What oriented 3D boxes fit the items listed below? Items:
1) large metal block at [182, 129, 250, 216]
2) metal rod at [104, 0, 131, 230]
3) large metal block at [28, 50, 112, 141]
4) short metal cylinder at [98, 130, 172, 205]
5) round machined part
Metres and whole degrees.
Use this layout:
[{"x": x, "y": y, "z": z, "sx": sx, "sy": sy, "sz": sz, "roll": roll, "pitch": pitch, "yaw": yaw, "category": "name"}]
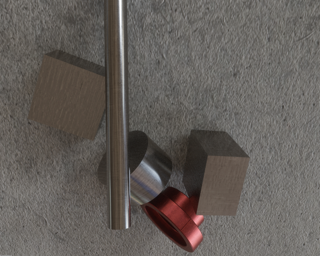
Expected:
[{"x": 0.067, "y": 0.055, "z": 0.398, "sx": 0.050, "sy": 0.080, "sz": 0.079, "roll": 4, "pitch": 110, "yaw": -10, "category": "large metal block"}, {"x": -0.047, "y": -0.043, "z": 0.337, "sx": 0.025, "sy": 0.025, "sz": 0.298, "roll": -1, "pitch": 89, "yaw": 0, "category": "metal rod"}, {"x": -0.104, "y": -0.041, "z": 0.380, "sx": 0.080, "sy": 0.050, "sz": 0.079, "roll": 20, "pitch": 109, "yaw": -8, "category": "large metal block"}, {"x": -0.032, "y": 0.050, "z": 0.392, "sx": 0.080, "sy": 0.080, "sz": 0.050, "roll": -36, "pitch": 124, "yaw": 12, "category": "short metal cylinder"}, {"x": 0.021, "y": 0.119, "z": 0.425, "sx": 0.042, "sy": 0.098, "sz": 0.098, "roll": -43, "pitch": 109, "yaw": -23, "category": "round machined part"}]
